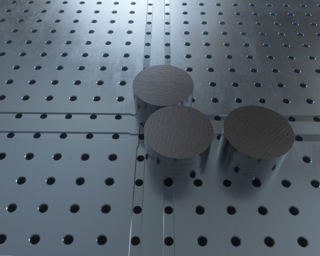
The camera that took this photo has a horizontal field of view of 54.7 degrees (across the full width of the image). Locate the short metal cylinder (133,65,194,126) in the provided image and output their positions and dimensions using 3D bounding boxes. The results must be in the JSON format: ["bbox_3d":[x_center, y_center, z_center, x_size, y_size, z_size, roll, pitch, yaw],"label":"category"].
[{"bbox_3d":[0.004,-0.042,0.427,0.081,0.050,0.080,0,50,0],"label":"short metal cylinder"}]

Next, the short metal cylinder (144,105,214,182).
[{"bbox_3d":[0.022,0.018,0.376,0.081,0.050,0.080,0,50,0],"label":"short metal cylinder"}]

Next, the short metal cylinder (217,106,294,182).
[{"bbox_3d":[0.114,0.019,0.377,0.081,0.050,0.080,0,50,0],"label":"short metal cylinder"}]
